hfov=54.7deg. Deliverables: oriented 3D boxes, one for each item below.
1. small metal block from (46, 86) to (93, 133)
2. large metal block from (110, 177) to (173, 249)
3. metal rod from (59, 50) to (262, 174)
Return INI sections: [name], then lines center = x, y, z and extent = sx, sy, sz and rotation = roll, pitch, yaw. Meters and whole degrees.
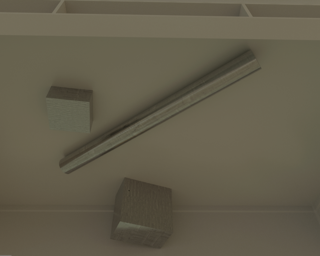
[small metal block]
center = -0.112, -0.022, 0.388
extent = 0.050, 0.025, 0.050
rotation = 6, 130, -5
[large metal block]
center = -0.028, 0.133, 0.486
extent = 0.081, 0.080, 0.050
rotation = 17, 128, -14
[metal rod]
center = -0.015, -0.010, 0.399
extent = 0.300, 0.025, 0.025
rotation = -28, 125, 21
